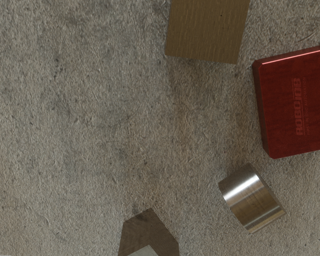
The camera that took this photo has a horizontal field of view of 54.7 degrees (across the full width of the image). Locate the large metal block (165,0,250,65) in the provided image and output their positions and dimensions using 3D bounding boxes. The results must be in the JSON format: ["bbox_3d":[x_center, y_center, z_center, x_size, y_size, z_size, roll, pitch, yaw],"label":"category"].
[{"bbox_3d":[0.050,-0.121,0.352,0.081,0.050,0.079,7,110,-3],"label":"large metal block"}]

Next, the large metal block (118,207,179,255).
[{"bbox_3d":[-0.013,0.178,0.446,0.050,0.080,0.080,-31,107,11],"label":"large metal block"}]

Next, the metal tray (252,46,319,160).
[{"bbox_3d":[0.175,-0.031,0.398,0.090,0.030,0.129,-13,110,4],"label":"metal tray"}]

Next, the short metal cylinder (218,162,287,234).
[{"bbox_3d":[0.123,0.093,0.416,0.050,0.080,0.080,-37,106,12],"label":"short metal cylinder"}]
